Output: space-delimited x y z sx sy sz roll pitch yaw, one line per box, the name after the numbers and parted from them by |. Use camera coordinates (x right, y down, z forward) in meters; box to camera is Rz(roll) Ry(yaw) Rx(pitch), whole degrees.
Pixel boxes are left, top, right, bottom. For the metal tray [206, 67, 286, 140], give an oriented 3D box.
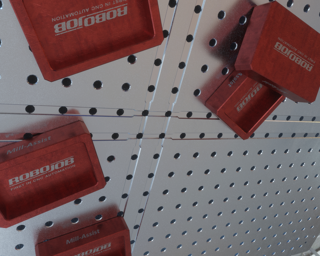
0.139 -0.055 0.452 0.130 0.030 0.090 -49 129 6 | metal tray

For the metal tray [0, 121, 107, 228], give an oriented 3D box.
-0.138 0.055 0.366 0.131 0.030 0.089 -21 127 -17 | metal tray

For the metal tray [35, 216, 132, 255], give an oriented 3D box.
-0.110 0.194 0.468 0.131 0.030 0.089 -14 125 -21 | metal tray

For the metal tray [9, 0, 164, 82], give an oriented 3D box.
-0.066 -0.110 0.304 0.131 0.030 0.089 -23 127 -15 | metal tray

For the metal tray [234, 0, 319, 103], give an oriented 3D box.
0.169 -0.096 0.414 0.131 0.030 0.090 20 88 -28 | metal tray
